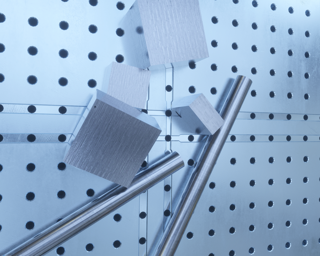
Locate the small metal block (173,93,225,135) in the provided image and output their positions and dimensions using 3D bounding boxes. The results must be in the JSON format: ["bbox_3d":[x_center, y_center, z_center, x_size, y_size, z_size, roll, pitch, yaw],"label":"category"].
[{"bbox_3d":[0.052,-0.018,0.418,0.025,0.050,0.050,-44,104,-14],"label":"small metal block"}]

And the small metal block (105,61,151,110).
[{"bbox_3d":[-0.043,-0.053,0.397,0.050,0.025,0.050,11,87,-20],"label":"small metal block"}]

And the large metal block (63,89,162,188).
[{"bbox_3d":[-0.056,0.012,0.365,0.080,0.050,0.080,27,102,-18],"label":"large metal block"}]

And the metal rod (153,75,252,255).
[{"bbox_3d":[0.059,0.061,0.434,0.025,0.025,0.299,29,80,-18],"label":"metal rod"}]

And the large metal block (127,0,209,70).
[{"bbox_3d":[0.009,-0.121,0.402,0.081,0.050,0.080,-13,94,-20],"label":"large metal block"}]

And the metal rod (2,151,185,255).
[{"bbox_3d":[-0.099,0.113,0.376,0.302,0.025,0.025,-30,100,-18],"label":"metal rod"}]
